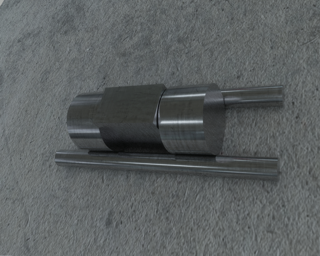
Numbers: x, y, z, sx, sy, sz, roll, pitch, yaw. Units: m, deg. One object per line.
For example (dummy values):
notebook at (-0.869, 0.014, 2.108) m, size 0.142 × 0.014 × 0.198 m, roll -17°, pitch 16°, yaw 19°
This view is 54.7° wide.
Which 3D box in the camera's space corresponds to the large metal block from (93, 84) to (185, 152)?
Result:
large metal block at (-0.020, -0.009, 0.383) m, size 0.080 × 0.080 × 0.050 m, roll 0°, pitch 62°, yaw 28°

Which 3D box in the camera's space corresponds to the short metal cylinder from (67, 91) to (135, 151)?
short metal cylinder at (-0.077, -0.009, 0.416) m, size 0.050 × 0.080 × 0.080 m, roll -1°, pitch 61°, yaw 28°

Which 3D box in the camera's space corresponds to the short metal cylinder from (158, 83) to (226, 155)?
short metal cylinder at (0.039, -0.010, 0.355) m, size 0.050 × 0.080 × 0.080 m, roll -1°, pitch 61°, yaw 28°

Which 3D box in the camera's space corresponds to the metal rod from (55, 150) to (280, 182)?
metal rod at (-0.012, 0.043, 0.386) m, size 0.300 × 0.025 × 0.025 m, roll 0°, pitch 62°, yaw 28°

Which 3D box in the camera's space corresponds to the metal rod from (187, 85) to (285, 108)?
metal rod at (0.008, -0.036, 0.424) m, size 0.300 × 0.025 × 0.025 m, roll 0°, pitch 62°, yaw 28°
